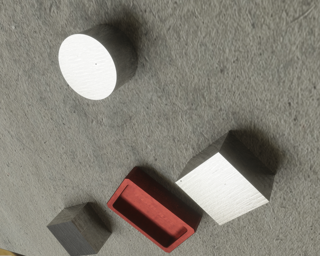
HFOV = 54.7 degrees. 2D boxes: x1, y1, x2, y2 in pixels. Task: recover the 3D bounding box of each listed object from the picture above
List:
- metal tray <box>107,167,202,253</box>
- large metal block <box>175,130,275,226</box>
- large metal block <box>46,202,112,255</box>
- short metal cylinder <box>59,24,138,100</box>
[{"bbox_3d":[-0.012,0.131,0.490,0.130,0.030,0.089,37,129,3],"label":"metal tray"},{"bbox_3d":[0.081,0.064,0.387,0.080,0.050,0.080,44,129,-3],"label":"large metal block"},{"bbox_3d":[-0.154,0.195,0.593,0.080,0.050,0.080,-22,107,36],"label":"large metal block"},{"bbox_3d":[-0.075,-0.081,0.380,0.080,0.050,0.079,13,124,21],"label":"short metal cylinder"}]
